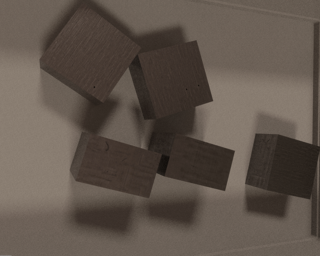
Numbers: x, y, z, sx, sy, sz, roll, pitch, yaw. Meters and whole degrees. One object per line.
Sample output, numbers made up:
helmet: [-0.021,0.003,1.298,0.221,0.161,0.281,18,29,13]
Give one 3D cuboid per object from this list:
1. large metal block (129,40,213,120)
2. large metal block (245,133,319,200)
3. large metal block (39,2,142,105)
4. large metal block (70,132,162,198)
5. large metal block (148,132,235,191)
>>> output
large metal block: [0.012,-0.061,0.403,0.081,0.050,0.080,-19,97,-19]
large metal block: [0.185,0.057,0.468,0.081,0.050,0.080,15,85,-20]
large metal block: [-0.083,-0.083,0.367,0.080,0.050,0.080,35,79,-17]
large metal block: [-0.055,0.041,0.362,0.081,0.080,0.050,18,84,-20]
large metal block: [0.034,0.040,0.395,0.081,0.080,0.050,17,85,-20]
